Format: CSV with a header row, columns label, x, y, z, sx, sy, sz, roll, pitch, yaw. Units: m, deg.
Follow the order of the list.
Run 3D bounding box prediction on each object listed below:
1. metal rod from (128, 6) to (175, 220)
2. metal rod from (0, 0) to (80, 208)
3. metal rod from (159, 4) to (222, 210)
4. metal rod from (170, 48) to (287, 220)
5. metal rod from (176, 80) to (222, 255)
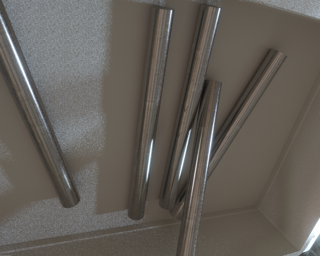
label,x,y,z,sx,sy,sz,roll,pitch,yaw
metal rod,-0.017,0.001,0.401,0.025,0.025,0.298,-6,121,-26
metal rod,-0.135,-0.026,0.319,0.025,0.025,0.298,-21,127,-17
metal rod,0.035,-0.010,0.423,0.025,0.025,0.298,-4,121,-27
metal rod,0.098,0.019,0.475,0.025,0.025,0.298,18,109,-36
metal rod,0.047,0.086,0.409,0.025,0.025,0.298,10,88,-33
